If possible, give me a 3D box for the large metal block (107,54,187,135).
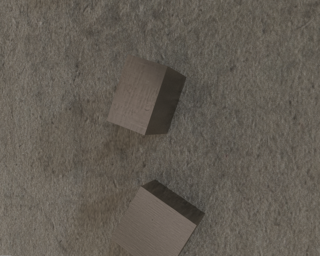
[{"bbox_3d":[-0.013,-0.038,0.384,0.050,0.080,0.080,21,97,18],"label":"large metal block"}]

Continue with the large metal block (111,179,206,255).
[{"bbox_3d":[-0.001,0.125,0.395,0.080,0.050,0.080,32,100,16],"label":"large metal block"}]
